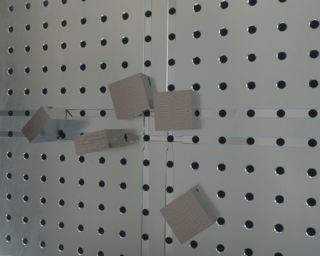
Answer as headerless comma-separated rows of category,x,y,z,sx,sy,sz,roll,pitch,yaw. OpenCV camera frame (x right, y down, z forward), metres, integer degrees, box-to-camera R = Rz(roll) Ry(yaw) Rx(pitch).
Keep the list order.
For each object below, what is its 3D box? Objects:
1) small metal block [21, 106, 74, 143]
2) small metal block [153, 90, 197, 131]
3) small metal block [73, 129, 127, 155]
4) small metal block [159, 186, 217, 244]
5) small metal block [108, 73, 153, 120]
small metal block,-0.165,-0.005,0.459,0.050,0.050,0.025,-45,76,14
small metal block,0.020,-0.022,0.406,0.050,0.025,0.050,-3,89,20
small metal block,-0.082,0.019,0.429,0.050,0.050,0.025,-12,86,19
small metal block,0.036,0.112,0.400,0.050,0.025,0.050,-38,78,16
small metal block,-0.038,-0.042,0.426,0.050,0.025,0.050,-17,84,19
